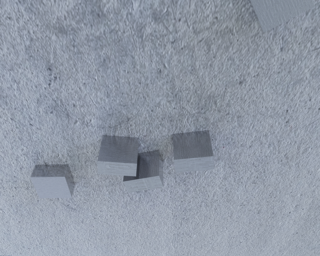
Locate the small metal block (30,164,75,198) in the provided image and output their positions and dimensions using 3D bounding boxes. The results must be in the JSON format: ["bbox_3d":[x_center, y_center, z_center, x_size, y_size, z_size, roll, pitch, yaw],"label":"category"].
[{"bbox_3d":[-0.163,0.082,0.475,0.050,0.025,0.050,-1,130,0],"label":"small metal block"}]

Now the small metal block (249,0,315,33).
[{"bbox_3d":[0.112,-0.130,0.298,0.050,0.025,0.050,-25,126,19],"label":"small metal block"}]

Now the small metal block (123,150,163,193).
[{"bbox_3d":[-0.023,0.061,0.443,0.050,0.050,0.025,-10,129,8],"label":"small metal block"}]

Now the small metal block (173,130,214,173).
[{"bbox_3d":[0.044,0.031,0.418,0.050,0.050,0.025,-6,130,5],"label":"small metal block"}]

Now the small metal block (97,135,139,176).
[{"bbox_3d":[-0.056,0.037,0.422,0.050,0.050,0.025,4,130,-4],"label":"small metal block"}]
